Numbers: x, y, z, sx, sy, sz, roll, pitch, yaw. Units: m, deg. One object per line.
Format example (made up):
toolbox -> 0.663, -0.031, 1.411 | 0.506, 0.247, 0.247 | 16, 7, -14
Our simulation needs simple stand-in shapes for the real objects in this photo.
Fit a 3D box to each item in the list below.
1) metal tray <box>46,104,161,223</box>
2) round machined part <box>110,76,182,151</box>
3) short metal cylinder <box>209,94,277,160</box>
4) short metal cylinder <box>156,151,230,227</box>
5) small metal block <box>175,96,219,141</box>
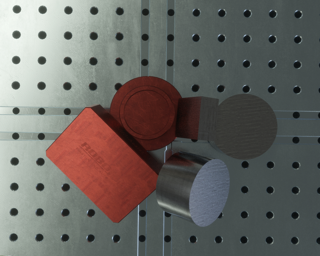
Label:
metal tray -> -0.068, 0.045, 0.395 | 0.130, 0.030, 0.090 | 45, 105, -1
round machined part -> -0.016, -0.019, 0.400 | 0.099, 0.042, 0.097 | 0, 90, 0
short metal cylinder -> 0.102, -0.002, 0.398 | 0.081, 0.050, 0.079 | 0, 90, 0
short metal cylinder -> 0.041, 0.072, 0.376 | 0.050, 0.081, 0.080 | 10, 90, 43
small metal block -> 0.044, -0.011, 0.379 | 0.025, 0.050, 0.050 | 6, 89, -28
